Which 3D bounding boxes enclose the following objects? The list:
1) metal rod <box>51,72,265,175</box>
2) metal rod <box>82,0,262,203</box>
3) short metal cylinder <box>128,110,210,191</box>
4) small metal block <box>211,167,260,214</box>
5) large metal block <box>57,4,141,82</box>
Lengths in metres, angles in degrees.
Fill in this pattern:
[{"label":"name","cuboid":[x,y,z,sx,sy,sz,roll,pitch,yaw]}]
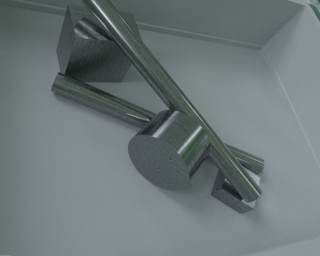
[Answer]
[{"label":"metal rod","cuboid":[0.009,0.000,0.410,0.302,0.025,0.025,23,53,-15]},{"label":"metal rod","cuboid":[0.020,-0.030,0.360,0.300,0.025,0.025,50,50,-9]},{"label":"short metal cylinder","cuboid":[0.010,0.026,0.359,0.080,0.080,0.050,43,51,0]},{"label":"small metal block","cuboid":[0.102,0.078,0.413,0.050,0.025,0.050,33,51,-7]},{"label":"large metal block","cuboid":[-0.079,-0.102,0.390,0.081,0.080,0.050,-4,64,-30]}]
